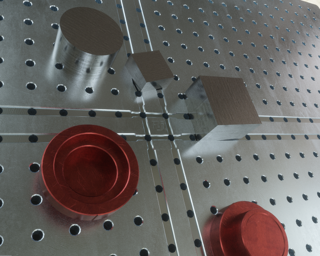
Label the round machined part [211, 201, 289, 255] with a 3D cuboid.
[{"bbox_3d":[0.114,0.136,0.376,0.099,0.042,0.098,14,56,-21],"label":"round machined part"}]

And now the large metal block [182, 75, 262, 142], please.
[{"bbox_3d":[0.090,-0.028,0.458,0.081,0.050,0.080,-2,63,-29],"label":"large metal block"}]

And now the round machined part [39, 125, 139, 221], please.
[{"bbox_3d":[-0.075,0.049,0.327,0.099,0.042,0.098,14,56,-21],"label":"round machined part"}]

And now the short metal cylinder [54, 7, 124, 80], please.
[{"bbox_3d":[-0.095,-0.111,0.409,0.081,0.050,0.080,14,56,-21],"label":"short metal cylinder"}]

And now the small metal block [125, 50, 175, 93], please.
[{"bbox_3d":[-0.015,-0.083,0.451,0.050,0.025,0.050,-17,71,-35],"label":"small metal block"}]
